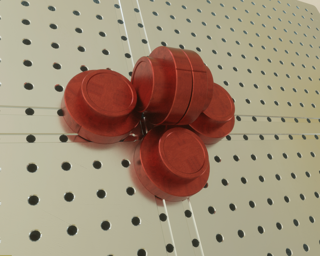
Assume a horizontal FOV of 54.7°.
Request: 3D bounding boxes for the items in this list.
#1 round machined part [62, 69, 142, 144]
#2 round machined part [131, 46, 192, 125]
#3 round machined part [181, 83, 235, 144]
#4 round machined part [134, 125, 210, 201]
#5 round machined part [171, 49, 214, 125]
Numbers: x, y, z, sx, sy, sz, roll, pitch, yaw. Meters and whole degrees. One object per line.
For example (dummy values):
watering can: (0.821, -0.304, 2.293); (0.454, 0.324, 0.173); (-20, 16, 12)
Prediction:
round machined part: (-0.067, -0.033, 0.382); (0.099, 0.042, 0.098); (14, 56, -21)
round machined part: (-0.005, -0.052, 0.384); (0.042, 0.097, 0.098); (1, 61, -28)
round machined part: (0.070, -0.029, 0.454); (0.099, 0.042, 0.098); (14, 56, -21)
round machined part: (0.021, 0.038, 0.387); (0.099, 0.042, 0.098); (14, 56, -21)
round machined part: (0.033, -0.053, 0.406); (0.042, 0.097, 0.098); (-1, 62, -29)
